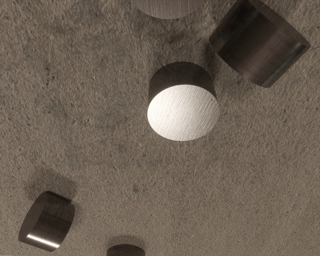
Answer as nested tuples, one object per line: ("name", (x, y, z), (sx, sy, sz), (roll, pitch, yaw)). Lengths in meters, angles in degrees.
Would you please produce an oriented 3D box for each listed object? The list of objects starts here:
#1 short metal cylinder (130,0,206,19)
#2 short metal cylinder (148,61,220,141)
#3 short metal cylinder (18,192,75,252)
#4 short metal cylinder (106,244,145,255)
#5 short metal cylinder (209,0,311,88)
("short metal cylinder", (0.007, -0.143, 0.269), (0.081, 0.050, 0.079), (-1, 130, 0))
("short metal cylinder", (0.026, -0.031, 0.365), (0.081, 0.050, 0.079), (0, 130, 0))
("short metal cylinder", (-0.181, 0.150, 0.496), (0.050, 0.080, 0.080), (34, 122, -26))
("short metal cylinder", (-0.071, 0.280, 0.628), (0.081, 0.050, 0.079), (0, 130, 0))
("short metal cylinder", (0.095, -0.085, 0.300), (0.080, 0.080, 0.050), (25, 126, -20))
